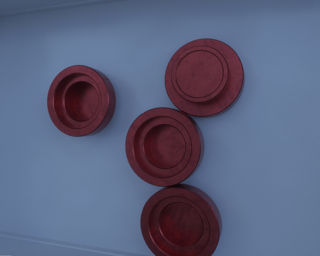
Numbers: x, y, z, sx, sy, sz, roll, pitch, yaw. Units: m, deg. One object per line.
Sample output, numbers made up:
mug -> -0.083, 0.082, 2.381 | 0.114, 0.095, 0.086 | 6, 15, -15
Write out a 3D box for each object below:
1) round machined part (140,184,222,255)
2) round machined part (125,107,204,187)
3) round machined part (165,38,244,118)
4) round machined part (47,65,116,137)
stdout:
round machined part -> 0.029, 0.118, 0.389 | 0.098, 0.042, 0.097 | 1, 94, 19
round machined part -> 0.009, 0.023, 0.398 | 0.098, 0.042, 0.097 | 0, 90, 20
round machined part -> 0.052, -0.062, 0.381 | 0.098, 0.042, 0.097 | -1, 87, 18
round machined part -> -0.106, -0.037, 0.439 | 0.098, 0.042, 0.097 | 0, 90, 20
